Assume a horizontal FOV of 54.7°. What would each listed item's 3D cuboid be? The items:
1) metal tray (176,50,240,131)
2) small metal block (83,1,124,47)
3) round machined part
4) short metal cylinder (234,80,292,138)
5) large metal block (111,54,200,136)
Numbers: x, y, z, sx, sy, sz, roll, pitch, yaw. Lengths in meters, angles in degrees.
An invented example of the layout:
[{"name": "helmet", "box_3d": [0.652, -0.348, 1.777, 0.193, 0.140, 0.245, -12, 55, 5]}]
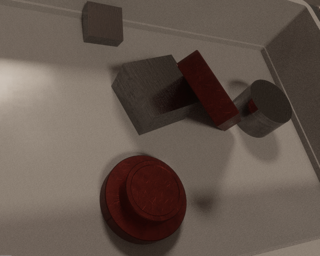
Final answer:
[{"name": "metal tray", "box_3d": [0.071, -0.044, 0.416, 0.090, 0.030, 0.130, 59, 12, 11]}, {"name": "small metal block", "box_3d": [-0.082, -0.148, 0.443, 0.050, 0.025, 0.050, 0, 82, -28]}, {"name": "round machined part", "box_3d": [-0.013, 0.075, 0.343, 0.099, 0.042, 0.098, 14, 56, -21]}, {"name": "short metal cylinder", "box_3d": [0.163, -0.031, 0.499, 0.081, 0.050, 0.080, 14, 56, -21]}, {"name": "large metal block", "box_3d": [-0.006, -0.046, 0.416, 0.081, 0.050, 0.080, -20, 73, -36]}]
